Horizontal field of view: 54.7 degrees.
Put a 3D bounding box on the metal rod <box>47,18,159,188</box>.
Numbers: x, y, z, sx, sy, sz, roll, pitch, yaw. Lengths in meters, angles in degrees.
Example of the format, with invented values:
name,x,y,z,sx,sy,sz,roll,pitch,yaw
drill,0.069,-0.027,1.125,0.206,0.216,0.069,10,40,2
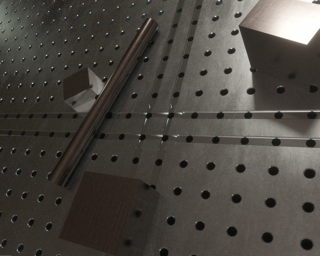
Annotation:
name,x,y,z,sx,sy,sz,roll,pitch,yaw
metal rod,-0.080,-0.049,0.478,0.025,0.025,0.300,16,70,34

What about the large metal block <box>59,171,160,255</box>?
name,x,y,z,sx,sy,sz,roll,pitch,yaw
large metal block,-0.056,0.101,0.359,0.080,0.050,0.080,3,63,29

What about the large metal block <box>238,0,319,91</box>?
name,x,y,z,sx,sy,sz,roll,pitch,yaw
large metal block,0.147,-0.098,0.356,0.080,0.080,0.050,33,80,38

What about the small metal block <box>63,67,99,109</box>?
name,x,y,z,sx,sy,sz,roll,pitch,yaw
small metal block,-0.132,-0.067,0.517,0.050,0.025,0.050,-24,53,13
